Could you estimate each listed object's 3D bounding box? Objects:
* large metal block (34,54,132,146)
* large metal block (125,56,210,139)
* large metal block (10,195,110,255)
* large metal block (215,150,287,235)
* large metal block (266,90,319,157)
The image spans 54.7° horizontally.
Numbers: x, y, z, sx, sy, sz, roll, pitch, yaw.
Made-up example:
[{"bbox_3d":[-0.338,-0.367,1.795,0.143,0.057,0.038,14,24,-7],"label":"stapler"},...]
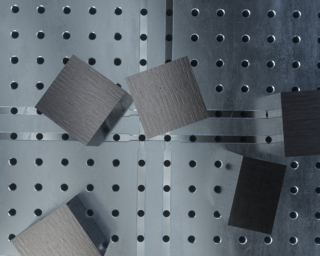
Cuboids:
[{"bbox_3d":[-0.093,-0.032,0.394,0.080,0.050,0.080,36,90,7],"label":"large metal block"},{"bbox_3d":[0.009,-0.037,0.401,0.080,0.050,0.080,-20,90,-1],"label":"large metal block"},{"bbox_3d":[-0.125,0.147,0.399,0.080,0.050,0.080,-34,90,0],"label":"large metal block"},{"bbox_3d":[0.109,0.075,0.387,0.050,0.080,0.080,13,90,0],"label":"large metal block"},{"bbox_3d":[0.190,-0.007,0.403,0.081,0.050,0.079,-4,90,-1],"label":"large metal block"}]
